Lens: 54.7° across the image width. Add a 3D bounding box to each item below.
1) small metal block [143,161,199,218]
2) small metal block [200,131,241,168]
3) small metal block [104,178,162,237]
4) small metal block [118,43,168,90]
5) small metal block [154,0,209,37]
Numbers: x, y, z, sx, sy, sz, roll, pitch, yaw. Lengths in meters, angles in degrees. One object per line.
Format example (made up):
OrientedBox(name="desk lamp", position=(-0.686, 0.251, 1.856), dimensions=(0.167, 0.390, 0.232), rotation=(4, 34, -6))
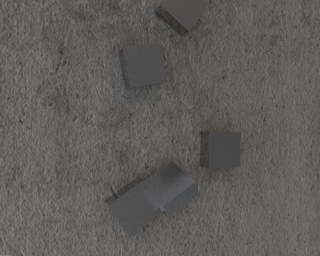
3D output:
OrientedBox(name="small metal block", position=(0.013, 0.077, 0.397), dimensions=(0.050, 0.050, 0.025), rotation=(-34, 132, -17))
OrientedBox(name="small metal block", position=(0.086, 0.030, 0.441), dimensions=(0.050, 0.025, 0.050), rotation=(1, 90, -20))
OrientedBox(name="small metal block", position=(-0.034, 0.101, 0.396), dimensions=(0.050, 0.025, 0.050), rotation=(-34, 101, -17))
OrientedBox(name="small metal block", position=(-0.022, -0.079, 0.401), dimensions=(0.050, 0.025, 0.050), rotation=(-13, 95, -20))
OrientedBox(name="small metal block", position=(0.029, -0.163, 0.419), dimensions=(0.050, 0.025, 0.050), rotation=(38, 78, -16))
